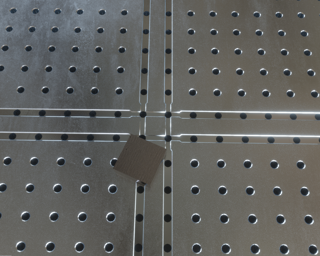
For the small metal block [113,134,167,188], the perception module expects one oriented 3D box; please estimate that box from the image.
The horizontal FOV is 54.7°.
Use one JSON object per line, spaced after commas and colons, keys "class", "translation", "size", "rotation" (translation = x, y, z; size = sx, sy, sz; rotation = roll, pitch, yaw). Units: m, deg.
{"class": "small metal block", "translation": [-0.025, 0.042, 0.396], "size": [0.050, 0.025, 0.050], "rotation": [23, 71, 8]}
